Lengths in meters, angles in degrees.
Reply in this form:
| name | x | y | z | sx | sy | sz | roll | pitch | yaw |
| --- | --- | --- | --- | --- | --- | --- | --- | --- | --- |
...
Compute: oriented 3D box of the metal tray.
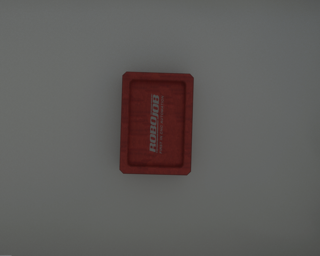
| name | x | y | z | sx | sy | sz | roll | pitch | yaw |
| --- | --- | --- | --- | --- | --- | --- | --- | --- | --- |
| metal tray | -0.004 | -0.006 | 0.406 | 0.091 | 0.030 | 0.129 | 2 | 90 | -1 |
